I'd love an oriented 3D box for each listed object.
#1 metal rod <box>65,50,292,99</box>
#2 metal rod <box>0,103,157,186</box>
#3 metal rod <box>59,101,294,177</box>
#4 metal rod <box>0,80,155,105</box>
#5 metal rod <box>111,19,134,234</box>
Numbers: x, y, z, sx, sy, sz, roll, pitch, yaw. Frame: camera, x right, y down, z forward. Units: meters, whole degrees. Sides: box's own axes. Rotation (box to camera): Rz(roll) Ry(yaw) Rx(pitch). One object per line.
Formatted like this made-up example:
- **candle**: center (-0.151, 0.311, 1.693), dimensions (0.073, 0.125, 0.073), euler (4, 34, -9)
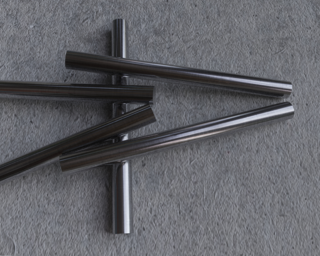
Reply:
- **metal rod**: center (0.028, -0.071, 0.418), dimensions (0.302, 0.025, 0.025), euler (7, 70, -5)
- **metal rod**: center (-0.148, 0.038, 0.379), dimensions (0.302, 0.025, 0.025), euler (-22, 72, -3)
- **metal rod**: center (0.031, 0.010, 0.389), dimensions (0.302, 0.025, 0.025), euler (-13, 71, -12)
- **metal rod**: center (-0.157, -0.049, 0.410), dimensions (0.302, 0.025, 0.025), euler (3, 70, 6)
- **metal rod**: center (-0.052, -0.016, 0.414), dimensions (0.025, 0.025, 0.299), euler (-3, 70, -2)
